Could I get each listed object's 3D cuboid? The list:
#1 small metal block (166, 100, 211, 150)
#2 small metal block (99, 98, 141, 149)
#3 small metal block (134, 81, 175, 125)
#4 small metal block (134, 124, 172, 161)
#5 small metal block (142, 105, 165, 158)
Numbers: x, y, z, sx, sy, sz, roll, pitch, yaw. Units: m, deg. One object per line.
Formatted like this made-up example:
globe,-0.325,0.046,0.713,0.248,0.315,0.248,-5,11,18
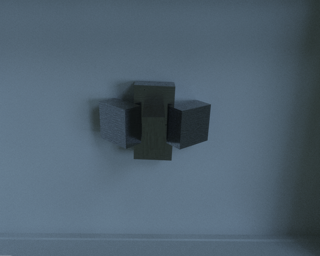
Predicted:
small metal block,0.036,-0.005,0.395,0.050,0.025,0.050,-15,116,-37
small metal block,-0.051,-0.007,0.392,0.050,0.025,0.050,19,117,39
small metal block,-0.008,-0.032,0.396,0.050,0.025,0.050,2,110,-2
small metal block,-0.009,0.015,0.414,0.050,0.025,0.050,2,110,-1
small metal block,-0.007,0.003,0.370,0.025,0.050,0.050,0,110,-1
